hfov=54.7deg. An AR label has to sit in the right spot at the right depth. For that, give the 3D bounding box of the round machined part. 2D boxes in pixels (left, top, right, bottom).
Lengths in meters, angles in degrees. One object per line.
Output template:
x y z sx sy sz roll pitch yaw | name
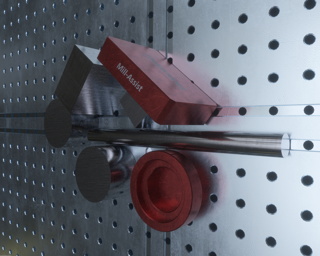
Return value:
0.012 0.075 0.389 0.098 0.042 0.097 0 90 40 | round machined part

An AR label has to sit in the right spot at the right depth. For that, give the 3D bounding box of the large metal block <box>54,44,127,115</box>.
-0.093 -0.066 0.451 0.050 0.081 0.080 46 117 29 | large metal block

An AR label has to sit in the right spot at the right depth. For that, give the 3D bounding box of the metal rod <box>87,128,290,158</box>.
0.009 0.015 0.402 0.300 0.025 0.025 1 91 40 | metal rod

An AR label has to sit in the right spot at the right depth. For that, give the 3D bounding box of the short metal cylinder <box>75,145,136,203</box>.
-0.080 0.066 0.459 0.080 0.050 0.080 0 90 40 | short metal cylinder

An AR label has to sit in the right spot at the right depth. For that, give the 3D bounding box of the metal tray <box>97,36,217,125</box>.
-0.004 -0.056 0.370 0.130 0.091 0.030 48 119 29 | metal tray

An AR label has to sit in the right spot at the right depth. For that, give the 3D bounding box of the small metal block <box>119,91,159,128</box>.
-0.023 -0.035 0.429 0.050 0.025 0.050 -46 63 30 | small metal block

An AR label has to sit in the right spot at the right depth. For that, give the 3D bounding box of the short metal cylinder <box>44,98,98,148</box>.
-0.149 -0.008 0.515 0.080 0.050 0.080 0 90 40 | short metal cylinder
